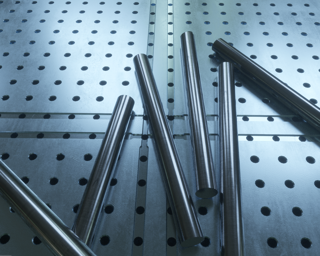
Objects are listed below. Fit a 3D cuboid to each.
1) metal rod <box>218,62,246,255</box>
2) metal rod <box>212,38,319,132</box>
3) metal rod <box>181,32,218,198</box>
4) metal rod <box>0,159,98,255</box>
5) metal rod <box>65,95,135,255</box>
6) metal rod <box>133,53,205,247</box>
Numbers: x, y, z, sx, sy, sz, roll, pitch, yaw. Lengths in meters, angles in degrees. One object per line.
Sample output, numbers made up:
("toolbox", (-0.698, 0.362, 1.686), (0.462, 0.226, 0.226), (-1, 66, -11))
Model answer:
("metal rod", (0.086, 0.020, 0.390), (0.025, 0.025, 0.300), (5, 50, 4))
("metal rod", (0.183, -0.047, 0.447), (0.025, 0.025, 0.300), (-28, 56, -21))
("metal rod", (0.050, -0.042, 0.443), (0.025, 0.025, 0.300), (-1, 50, -1))
("metal rod", (-0.158, 0.065, 0.331), (0.300, 0.025, 0.025), (30, 56, 30))
("metal rod", (-0.072, 0.075, 0.343), (0.025, 0.025, 0.300), (7, 50, 6))
("metal rod", (0.001, 0.002, 0.405), (0.025, 0.025, 0.300), (-9, 51, -8))
